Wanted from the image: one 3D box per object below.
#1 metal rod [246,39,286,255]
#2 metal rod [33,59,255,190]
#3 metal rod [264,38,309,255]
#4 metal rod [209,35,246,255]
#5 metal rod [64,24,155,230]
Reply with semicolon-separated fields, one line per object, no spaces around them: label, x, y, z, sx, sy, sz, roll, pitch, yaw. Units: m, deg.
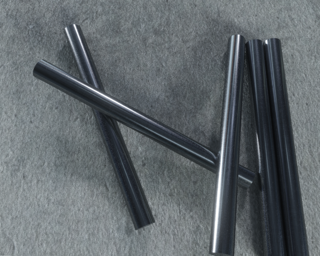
metal rod;0.135;0.017;0.403;0.025;0.025;0.299;1;70;0
metal rod;-0.021;-0.005;0.390;0.301;0.025;0.025;28;72;2
metal rod;0.161;0.016;0.404;0.025;0.025;0.299;1;70;0
metal rod;0.088;0.000;0.384;0.025;0.025;0.300;10;61;3
metal rod;-0.073;-0.015;0.412;0.025;0.025;0.299;-21;72;-8
